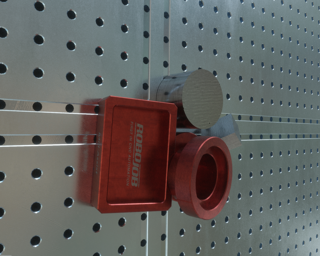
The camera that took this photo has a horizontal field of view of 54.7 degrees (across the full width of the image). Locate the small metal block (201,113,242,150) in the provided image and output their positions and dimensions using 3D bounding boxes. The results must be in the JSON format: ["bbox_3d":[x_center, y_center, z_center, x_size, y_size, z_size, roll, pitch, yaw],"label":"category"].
[{"bbox_3d":[0.090,0.011,0.458,0.025,0.050,0.050,55,23,-27],"label":"small metal block"}]

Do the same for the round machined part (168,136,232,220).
[{"bbox_3d":[0.046,0.058,0.377,0.099,0.042,0.097,-4,95,-50],"label":"round machined part"}]

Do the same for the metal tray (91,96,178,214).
[{"bbox_3d":[-0.029,0.032,0.369,0.091,0.030,0.129,5,87,-26],"label":"metal tray"}]

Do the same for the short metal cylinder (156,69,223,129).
[{"bbox_3d":[0.042,-0.038,0.430,0.081,0.050,0.079,0,90,-40],"label":"short metal cylinder"}]

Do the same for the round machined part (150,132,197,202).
[{"bbox_3d":[0.037,0.054,0.430,0.099,0.042,0.097,0,90,-40],"label":"round machined part"}]
